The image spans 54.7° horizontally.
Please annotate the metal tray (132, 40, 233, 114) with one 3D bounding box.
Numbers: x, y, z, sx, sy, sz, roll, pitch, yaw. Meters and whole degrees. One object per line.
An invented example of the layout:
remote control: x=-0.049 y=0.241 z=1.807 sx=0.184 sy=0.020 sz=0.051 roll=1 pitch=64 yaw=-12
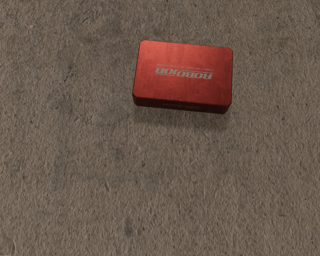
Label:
metal tray: x=0.033 y=-0.071 z=0.432 sx=0.131 sy=0.030 sz=0.090 roll=6 pitch=70 yaw=1
